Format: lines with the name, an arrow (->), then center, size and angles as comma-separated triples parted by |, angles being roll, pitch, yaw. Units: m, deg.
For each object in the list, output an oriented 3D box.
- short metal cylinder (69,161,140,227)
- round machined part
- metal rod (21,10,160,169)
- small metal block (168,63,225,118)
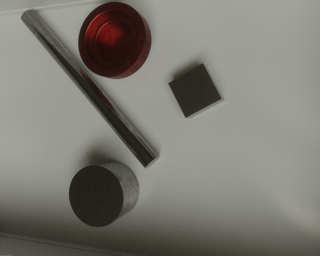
short metal cylinder -> -0.075, 0.088, 0.422 | 0.080, 0.050, 0.079 | 0, 90, 19
round machined part -> -0.057, -0.115, 0.421 | 0.098, 0.042, 0.097 | 0, 90, 19
metal rod -> -0.107, -0.063, 0.446 | 0.025, 0.025, 0.300 | -45, 77, 14
small metal block -> 0.046, -0.046, 0.394 | 0.050, 0.025, 0.050 | -28, 81, 17
